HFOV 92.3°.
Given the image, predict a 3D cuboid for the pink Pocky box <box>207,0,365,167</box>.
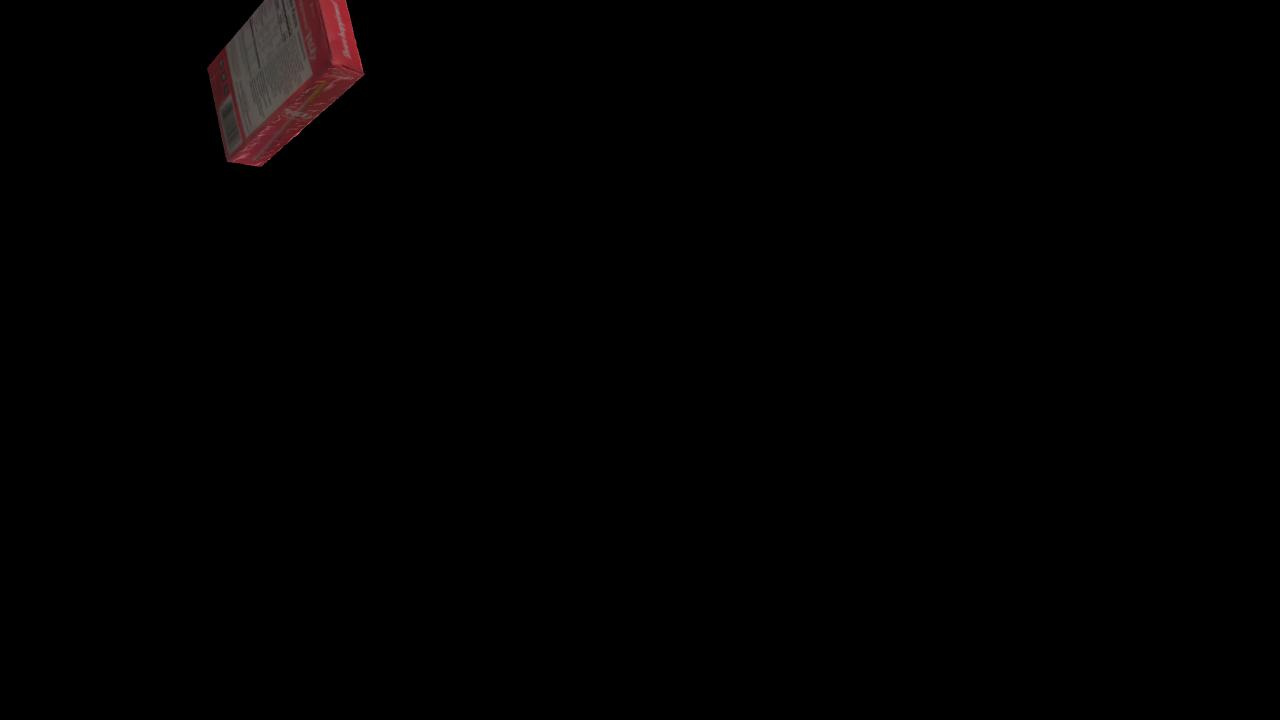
[{"bbox_3d":[-0.270,-0.217,0.462,0.155,0.084,0.029,-19,-6,32],"label":"pink Pocky box"}]
